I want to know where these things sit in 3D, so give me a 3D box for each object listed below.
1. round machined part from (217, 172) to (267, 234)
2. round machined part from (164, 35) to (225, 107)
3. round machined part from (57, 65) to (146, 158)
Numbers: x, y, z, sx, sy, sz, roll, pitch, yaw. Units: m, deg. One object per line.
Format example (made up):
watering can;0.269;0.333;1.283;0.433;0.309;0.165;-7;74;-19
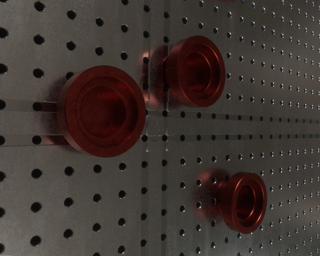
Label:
round machined part;0.132;0.121;0.512;0.099;0.042;0.097;0;90;-40
round machined part;0.045;-0.077;0.438;0.099;0.042;0.097;0;90;-40
round machined part;-0.067;-0.017;0.343;0.099;0.042;0.097;0;90;-40
